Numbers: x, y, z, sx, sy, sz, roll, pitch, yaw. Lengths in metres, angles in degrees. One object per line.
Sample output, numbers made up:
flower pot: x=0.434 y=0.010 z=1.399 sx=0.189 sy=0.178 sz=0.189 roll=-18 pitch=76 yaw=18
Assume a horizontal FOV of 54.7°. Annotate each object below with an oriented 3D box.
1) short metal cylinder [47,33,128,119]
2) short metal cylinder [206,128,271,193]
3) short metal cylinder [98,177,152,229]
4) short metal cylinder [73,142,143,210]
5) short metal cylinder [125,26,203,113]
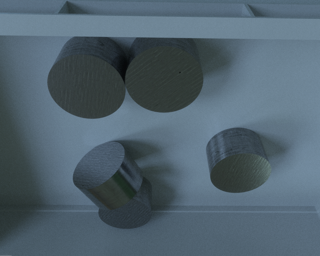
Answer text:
short metal cylinder: x=-0.077 y=-0.057 z=0.343 sx=0.081 sy=0.050 sz=0.079 roll=0 pitch=130 yaw=0
short metal cylinder: x=0.108 y=0.046 z=0.432 sx=0.081 sy=0.050 sz=0.079 roll=0 pitch=130 yaw=0
short metal cylinder: x=-0.053 y=0.116 z=0.490 sx=0.081 sy=0.050 sz=0.079 roll=0 pitch=130 yaw=0
short metal cylinder: x=-0.071 y=0.065 z=0.428 sx=0.080 sy=0.080 sz=0.050 roll=-20 pitch=127 yaw=16
short metal cylinder: x=0.004 y=-0.063 z=0.338 sx=0.081 sy=0.050 sz=0.079 roll=0 pitch=130 yaw=0
